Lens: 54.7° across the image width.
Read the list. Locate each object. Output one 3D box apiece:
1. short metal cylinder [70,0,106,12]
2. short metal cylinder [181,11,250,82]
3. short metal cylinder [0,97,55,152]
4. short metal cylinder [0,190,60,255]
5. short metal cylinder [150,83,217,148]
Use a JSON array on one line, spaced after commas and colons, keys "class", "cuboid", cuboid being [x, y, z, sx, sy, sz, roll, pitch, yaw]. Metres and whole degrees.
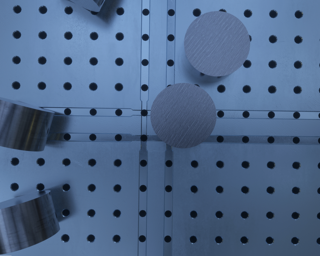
[{"class": "short metal cylinder", "cuboid": [-0.100, -0.190, 0.385, 0.080, 0.080, 0.050, 27, 90, 0]}, {"class": "short metal cylinder", "cuboid": [0.069, -0.103, 0.401, 0.081, 0.050, 0.079, 0, 90, 0]}, {"class": "short metal cylinder", "cuboid": [-0.179, -0.006, 0.384, 0.080, 0.080, 0.050, 16, 90, 0]}, {"class": "short metal cylinder", "cuboid": [-0.171, 0.114, 0.384, 0.080, 0.080, 0.050, -14, 90, 0]}, {"class": "short metal cylinder", "cuboid": [0.029, -0.015, 0.401, 0.081, 0.050, 0.079, 0, 90, 0]}]
